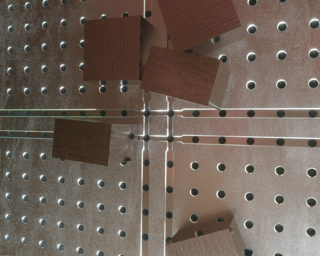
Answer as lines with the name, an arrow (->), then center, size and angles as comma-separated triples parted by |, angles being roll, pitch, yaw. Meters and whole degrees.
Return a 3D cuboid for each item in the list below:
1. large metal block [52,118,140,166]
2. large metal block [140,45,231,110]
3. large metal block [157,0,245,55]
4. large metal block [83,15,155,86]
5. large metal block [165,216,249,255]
large metal block -> -0.082, 0.016, 0.413 | 0.080, 0.080, 0.050 | 6, 92, 20
large metal block -> 0.034, -0.058, 0.372 | 0.080, 0.080, 0.050 | 17, 96, 19
large metal block -> 0.050, -0.138, 0.382 | 0.080, 0.050, 0.080 | -20, 84, 19
large metal block -> -0.054, -0.101, 0.419 | 0.080, 0.050, 0.080 | 2, 91, 20
large metal block -> 0.063, 0.163, 0.377 | 0.080, 0.050, 0.080 | -22, 83, 18
